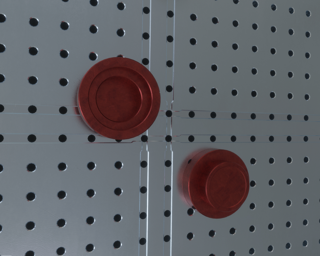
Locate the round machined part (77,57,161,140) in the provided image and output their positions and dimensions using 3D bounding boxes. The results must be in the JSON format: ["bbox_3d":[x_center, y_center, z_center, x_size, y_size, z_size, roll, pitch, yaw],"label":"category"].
[{"bbox_3d":[-0.052,-0.035,0.384,0.099,0.042,0.097,0,90,-20],"label":"round machined part"}]

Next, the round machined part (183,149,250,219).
[{"bbox_3d":[0.085,0.079,0.435,0.099,0.042,0.097,0,90,-20],"label":"round machined part"}]
